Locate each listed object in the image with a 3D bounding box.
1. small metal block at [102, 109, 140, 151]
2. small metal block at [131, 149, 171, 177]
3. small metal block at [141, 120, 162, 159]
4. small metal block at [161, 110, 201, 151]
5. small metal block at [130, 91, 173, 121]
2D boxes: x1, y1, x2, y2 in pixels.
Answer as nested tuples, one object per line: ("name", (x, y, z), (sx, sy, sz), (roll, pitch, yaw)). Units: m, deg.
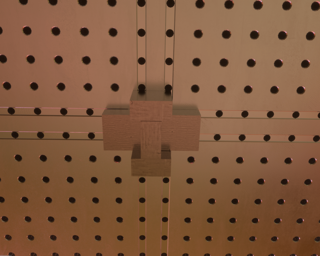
("small metal block", (-0.049, 0.002, 0.413), (0.050, 0.025, 0.050), (0, 110, -1))
("small metal block", (-0.011, 0.042, 0.415), (0.050, 0.050, 0.025), (1, 110, -1))
("small metal block", (-0.011, 0.007, 0.402), (0.025, 0.050, 0.050), (1, 110, -1))
("small metal block", (0.027, 0.003, 0.414), (0.050, 0.025, 0.050), (1, 110, -1))
("small metal block", (-0.011, -0.029, 0.389), (0.050, 0.050, 0.025), (1, 110, -1))
